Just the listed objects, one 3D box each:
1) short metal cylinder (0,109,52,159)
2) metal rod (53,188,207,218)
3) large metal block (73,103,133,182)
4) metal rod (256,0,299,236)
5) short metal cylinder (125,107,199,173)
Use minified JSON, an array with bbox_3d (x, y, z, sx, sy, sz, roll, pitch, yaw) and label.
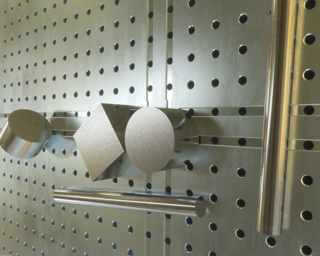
[{"bbox_3d":[-0.252,0.011,0.582,0.050,0.081,0.080,-47,62,30],"label":"short metal cylinder"},{"bbox_3d":[-0.066,0.107,0.464,0.300,0.025,0.025,-7,86,39],"label":"metal rod"},{"bbox_3d":[-0.073,0.021,0.454,0.080,0.050,0.080,-43,64,31],"label":"large metal block"},{"bbox_3d":[0.119,-0.044,0.310,0.025,0.025,0.298,5,93,40],"label":"metal rod"},{"bbox_3d":[0.002,0.014,0.392,0.080,0.050,0.080,0,90,40],"label":"short metal cylinder"}]
